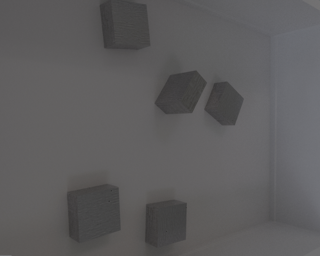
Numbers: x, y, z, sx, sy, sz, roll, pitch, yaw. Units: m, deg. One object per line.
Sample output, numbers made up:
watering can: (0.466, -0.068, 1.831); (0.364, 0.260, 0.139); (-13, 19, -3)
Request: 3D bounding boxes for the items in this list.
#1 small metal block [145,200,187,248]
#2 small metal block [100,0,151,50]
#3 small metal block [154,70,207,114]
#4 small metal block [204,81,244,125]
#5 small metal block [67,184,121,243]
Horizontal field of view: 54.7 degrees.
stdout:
small metal block: (0.009, 0.126, 0.414); (0.050, 0.025, 0.050); (2, 89, -40)
small metal block: (-0.041, -0.122, 0.372); (0.050, 0.025, 0.050); (-10, 96, -40)
small metal block: (0.027, -0.046, 0.413); (0.025, 0.050, 0.050); (42, 65, -32)
small metal block: (0.103, -0.038, 0.492); (0.050, 0.025, 0.050); (36, 68, -34)
small metal block: (-0.073, 0.093, 0.345); (0.050, 0.025, 0.050); (-5, 93, -40)
